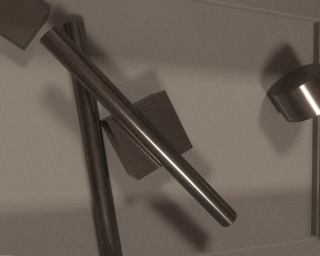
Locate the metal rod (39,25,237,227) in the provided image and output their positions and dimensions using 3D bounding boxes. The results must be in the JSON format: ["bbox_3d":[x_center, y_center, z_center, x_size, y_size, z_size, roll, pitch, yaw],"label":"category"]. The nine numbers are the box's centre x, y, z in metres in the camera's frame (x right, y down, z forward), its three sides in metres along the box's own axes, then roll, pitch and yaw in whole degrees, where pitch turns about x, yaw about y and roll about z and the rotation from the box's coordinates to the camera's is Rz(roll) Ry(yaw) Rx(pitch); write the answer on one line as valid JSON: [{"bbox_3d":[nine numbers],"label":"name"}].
[{"bbox_3d":[-0.013,0.009,0.353,0.300,0.025,0.025,47,75,-15],"label":"metal rod"}]

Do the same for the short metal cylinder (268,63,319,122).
[{"bbox_3d":[0.212,-0.053,0.462,0.080,0.080,0.050,-41,103,-16],"label":"short metal cylinder"}]

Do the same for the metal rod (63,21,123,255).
[{"bbox_3d":[-0.081,0.023,0.381,0.025,0.025,0.298,-10,94,-20],"label":"metal rod"}]

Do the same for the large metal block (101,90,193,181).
[{"bbox_3d":[-0.018,0.008,0.391,0.080,0.050,0.080,-29,100,-18],"label":"large metal block"}]

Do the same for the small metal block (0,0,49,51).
[{"bbox_3d":[-0.163,-0.125,0.350,0.050,0.025,0.050,34,79,-17],"label":"small metal block"}]
